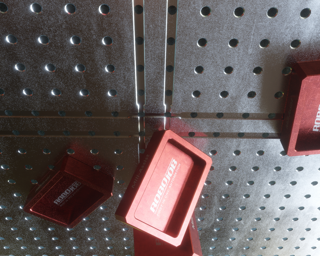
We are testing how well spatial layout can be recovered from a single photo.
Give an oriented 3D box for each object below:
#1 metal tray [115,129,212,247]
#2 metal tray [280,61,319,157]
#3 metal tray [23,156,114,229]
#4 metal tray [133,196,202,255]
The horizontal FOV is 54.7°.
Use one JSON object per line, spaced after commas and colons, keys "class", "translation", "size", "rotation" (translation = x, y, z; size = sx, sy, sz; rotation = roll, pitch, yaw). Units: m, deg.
{"class": "metal tray", "translation": [0.009, 0.078, 0.412], "size": [0.090, 0.130, 0.030], "rotation": [35, 158, -24]}
{"class": "metal tray", "translation": [0.210, -0.022, 0.392], "size": [0.091, 0.030, 0.129], "rotation": [-6, 130, 4]}
{"class": "metal tray", "translation": [-0.147, 0.108, 0.497], "size": [0.090, 0.030, 0.129], "rotation": [33, 123, -25]}
{"class": "metal tray", "translation": [0.006, 0.140, 0.460], "size": [0.090, 0.130, 0.030], "rotation": [-25, 137, 19]}
